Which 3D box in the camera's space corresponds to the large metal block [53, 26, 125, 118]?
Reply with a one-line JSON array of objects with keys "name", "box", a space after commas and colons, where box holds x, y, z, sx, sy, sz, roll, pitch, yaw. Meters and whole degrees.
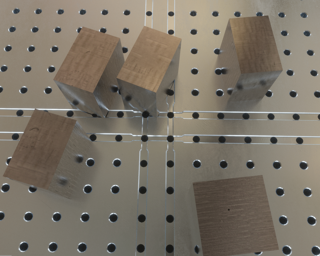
[{"name": "large metal block", "box": [-0.086, -0.070, 0.408, 0.050, 0.080, 0.080, 19, 71, 7]}]

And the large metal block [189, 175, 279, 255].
[{"name": "large metal block", "box": [0.081, 0.103, 0.361, 0.080, 0.050, 0.080, -6, 70, -2]}]

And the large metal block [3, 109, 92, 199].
[{"name": "large metal block", "box": [-0.127, 0.034, 0.370, 0.050, 0.080, 0.080, 16, 71, 6]}]

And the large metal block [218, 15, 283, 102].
[{"name": "large metal block", "box": [0.116, -0.090, 0.416, 0.050, 0.080, 0.080, -5, 70, -2]}]

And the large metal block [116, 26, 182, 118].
[{"name": "large metal block", "box": [-0.012, -0.071, 0.408, 0.050, 0.080, 0.080, 22, 72, 8]}]
